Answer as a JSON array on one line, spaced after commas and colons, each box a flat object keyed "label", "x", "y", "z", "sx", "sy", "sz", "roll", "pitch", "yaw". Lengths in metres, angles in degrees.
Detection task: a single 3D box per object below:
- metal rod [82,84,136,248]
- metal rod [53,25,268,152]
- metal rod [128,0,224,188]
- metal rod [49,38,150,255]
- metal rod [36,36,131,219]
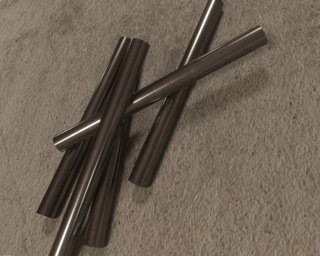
[{"label": "metal rod", "x": -0.059, "y": 0.006, "z": 0.429, "sx": 0.025, "sy": 0.025, "sz": 0.299, "roll": -6, "pitch": 59, "yaw": 25}, {"label": "metal rod", "x": -0.008, "y": -0.046, "z": 0.400, "sx": 0.301, "sy": 0.025, "sz": 0.025, "roll": -27, "pitch": 53, "yaw": 10}, {"label": "metal rod", "x": 0.029, "y": -0.062, "z": 0.425, "sx": 0.025, "sy": 0.025, "sz": 0.300, "roll": 11, "pitch": 67, "yaw": 32}, {"label": "metal rod", "x": -0.075, "y": 0.032, "z": 0.377, "sx": 0.025, "sy": 0.025, "sz": 0.299, "roll": 16, "pitch": 84, "yaw": 34}, {"label": "metal rod", "x": -0.104, "y": -0.014, "z": 0.464, "sx": 0.025, "sy": 0.025, "sz": 0.300, "roll": 7, "pitch": 65, "yaw": 31}]
